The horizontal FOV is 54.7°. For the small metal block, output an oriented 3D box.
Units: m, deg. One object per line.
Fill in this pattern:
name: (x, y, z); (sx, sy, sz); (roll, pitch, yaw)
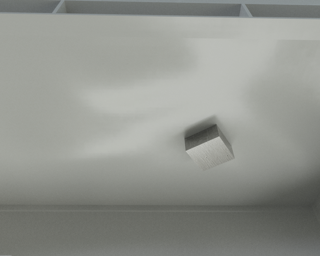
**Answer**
small metal block: (0.069, 0.029, 0.435); (0.050, 0.025, 0.050); (-26, 126, 20)
